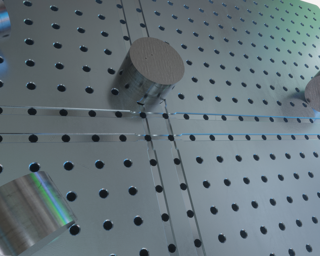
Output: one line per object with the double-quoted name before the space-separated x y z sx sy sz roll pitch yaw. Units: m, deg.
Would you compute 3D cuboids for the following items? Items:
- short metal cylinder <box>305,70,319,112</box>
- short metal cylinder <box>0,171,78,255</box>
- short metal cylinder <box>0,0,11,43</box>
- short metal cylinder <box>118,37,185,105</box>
"short metal cylinder" 0.328 -0.074 0.594 0.080 0.080 0.050 49 51 6
"short metal cylinder" -0.118 0.080 0.260 0.081 0.080 0.050 -29 78 -37
"short metal cylinder" -0.210 -0.124 0.335 0.080 0.080 0.050 46 51 4
"short metal cylinder" -0.013 -0.079 0.433 0.081 0.050 0.080 14 56 -21
